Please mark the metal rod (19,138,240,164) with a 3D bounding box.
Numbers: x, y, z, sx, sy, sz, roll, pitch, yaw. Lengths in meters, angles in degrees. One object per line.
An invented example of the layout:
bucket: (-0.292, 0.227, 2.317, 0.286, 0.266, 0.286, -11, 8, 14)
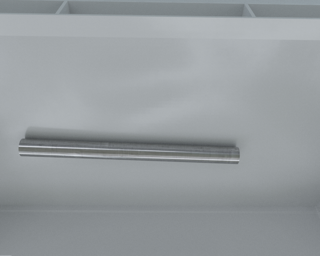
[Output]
metal rod: (-0.040, 0.033, 0.436, 0.302, 0.025, 0.025, 2, 130, -2)
